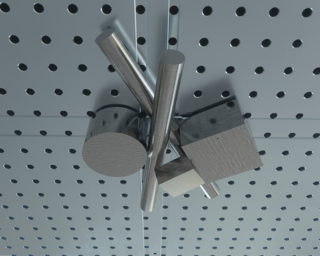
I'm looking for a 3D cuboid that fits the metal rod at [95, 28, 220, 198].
[{"bbox_3d":[0.013,0.003,0.409,0.025,0.025,0.300,-22,127,18],"label":"metal rod"}]

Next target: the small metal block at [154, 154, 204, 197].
[{"bbox_3d":[0.028,0.065,0.421,0.050,0.025,0.050,-27,141,11],"label":"small metal block"}]

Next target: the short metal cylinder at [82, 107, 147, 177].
[{"bbox_3d":[-0.057,0.019,0.406,0.081,0.050,0.079,-1,130,-1],"label":"short metal cylinder"}]

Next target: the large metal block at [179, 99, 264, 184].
[{"bbox_3d":[0.080,0.020,0.407,0.080,0.050,0.080,-21,127,17],"label":"large metal block"}]

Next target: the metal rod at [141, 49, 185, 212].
[{"bbox_3d":[-0.004,0.030,0.407,0.025,0.025,0.298,5,138,-4],"label":"metal rod"}]
